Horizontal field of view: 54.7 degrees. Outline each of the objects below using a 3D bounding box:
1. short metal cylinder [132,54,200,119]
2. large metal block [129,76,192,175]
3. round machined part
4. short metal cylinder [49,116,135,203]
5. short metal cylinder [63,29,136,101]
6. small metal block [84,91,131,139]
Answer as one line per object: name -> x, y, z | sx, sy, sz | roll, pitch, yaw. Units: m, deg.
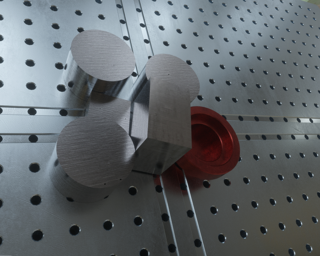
short metal cylinder -> 0.008, -0.055, 0.429 | 0.081, 0.050, 0.080 | 14, 56, -21
large metal block -> -0.005, 0.000, 0.366 | 0.050, 0.080, 0.080 | 15, 56, -20
round machined part -> 0.053, 0.023, 0.411 | 0.099, 0.042, 0.098 | 14, 56, -21
short metal cylinder -> -0.073, 0.034, 0.332 | 0.081, 0.050, 0.080 | 14, 56, -21
short metal cylinder -> -0.078, -0.078, 0.397 | 0.081, 0.050, 0.080 | 14, 56, -21
small metal block -> -0.065, -0.012, 0.380 | 0.050, 0.025, 0.050 | 14, 56, -21
